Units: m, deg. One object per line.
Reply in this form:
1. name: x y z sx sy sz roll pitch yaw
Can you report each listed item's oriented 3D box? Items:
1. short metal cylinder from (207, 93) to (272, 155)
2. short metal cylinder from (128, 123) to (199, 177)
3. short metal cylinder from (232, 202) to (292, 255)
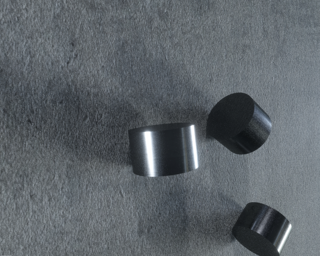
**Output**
1. short metal cylinder: 0.119 -0.007 0.468 0.050 0.080 0.080 36 68 -35
2. short metal cylinder: 0.005 0.023 0.373 0.081 0.080 0.050 -11 97 -40
3. short metal cylinder: 0.167 0.168 0.509 0.050 0.080 0.080 -48 119 -29
